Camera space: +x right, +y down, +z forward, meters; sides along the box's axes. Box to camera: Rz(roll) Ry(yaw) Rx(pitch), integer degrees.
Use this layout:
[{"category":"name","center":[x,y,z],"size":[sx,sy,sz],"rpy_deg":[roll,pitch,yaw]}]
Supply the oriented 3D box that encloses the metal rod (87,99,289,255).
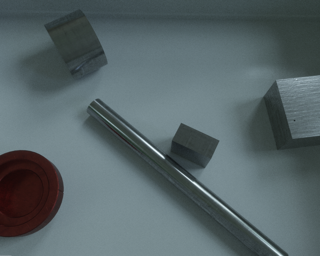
[{"category":"metal rod","center":[0.025,0.062,0.387],"size":[0.300,0.025,0.025],"rpy_deg":[39,74,12]}]

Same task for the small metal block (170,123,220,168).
[{"category":"small metal block","center":[0.042,0.023,0.388],"size":[0.050,0.050,0.025],"rpy_deg":[25,72,8]}]

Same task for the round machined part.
[{"category":"round machined part","center":[-0.164,0.079,0.370],"size":[0.099,0.042,0.098],"rpy_deg":[0,70,-1]}]

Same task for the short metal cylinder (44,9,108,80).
[{"category":"short metal cylinder","center":[-0.113,-0.112,0.420],"size":[0.050,0.080,0.080],"rpy_deg":[-29,73,-10]}]

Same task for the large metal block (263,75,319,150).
[{"category":"large metal block","center":[0.192,-0.020,0.406],"size":[0.081,0.050,0.080],"rpy_deg":[-6,70,-3]}]
